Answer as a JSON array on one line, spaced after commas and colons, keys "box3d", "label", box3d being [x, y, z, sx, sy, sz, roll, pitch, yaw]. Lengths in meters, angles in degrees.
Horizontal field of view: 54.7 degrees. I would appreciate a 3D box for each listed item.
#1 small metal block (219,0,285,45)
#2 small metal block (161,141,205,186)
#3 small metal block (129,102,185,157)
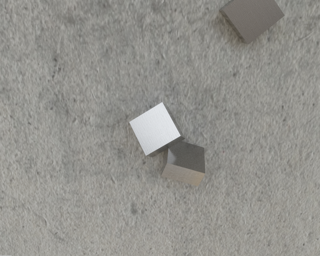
[{"box3d": [0.106, -0.135, 0.362, 0.050, 0.025, 0.050, -39, 106, 12], "label": "small metal block"}, {"box3d": [0.031, 0.044, 0.411, 0.050, 0.050, 0.025, 17, 127, -7], "label": "small metal block"}, {"box3d": [-0.003, 0.003, 0.398, 0.050, 0.025, 0.050, -31, 72, 10], "label": "small metal block"}]
